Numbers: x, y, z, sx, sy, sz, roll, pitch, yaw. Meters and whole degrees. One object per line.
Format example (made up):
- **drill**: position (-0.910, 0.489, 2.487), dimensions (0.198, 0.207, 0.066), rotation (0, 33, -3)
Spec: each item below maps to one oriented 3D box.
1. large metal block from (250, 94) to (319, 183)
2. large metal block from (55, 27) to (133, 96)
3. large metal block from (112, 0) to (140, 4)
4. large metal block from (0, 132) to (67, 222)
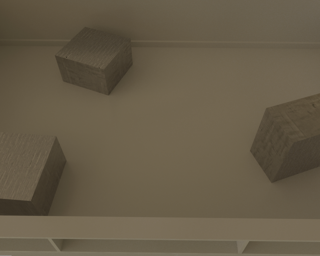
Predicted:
- **large metal block**: position (0.162, 0.012, 0.361), dimensions (0.081, 0.080, 0.050), rotation (-15, 52, -13)
- **large metal block**: position (-0.098, -0.104, 0.476), dimensions (0.080, 0.050, 0.080), rotation (18, 52, 14)
- **large metal block**: position (-0.065, -0.308, 0.630), dimensions (0.081, 0.080, 0.050), rotation (-13, 52, -11)
- **large metal block**: position (-0.160, 0.053, 0.343), dimensions (0.080, 0.050, 0.080), rotation (4, 50, 3)
